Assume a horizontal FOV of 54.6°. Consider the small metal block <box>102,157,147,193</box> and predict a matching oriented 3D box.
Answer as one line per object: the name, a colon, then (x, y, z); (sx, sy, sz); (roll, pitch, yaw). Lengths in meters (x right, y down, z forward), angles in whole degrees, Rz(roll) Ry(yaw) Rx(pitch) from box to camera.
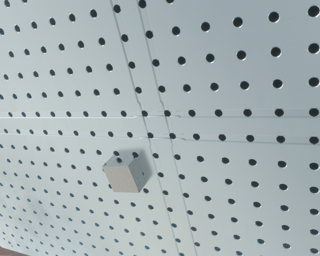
small metal block: (-0.056, 0.074, 0.487); (0.050, 0.025, 0.050); (-6, 116, 31)
